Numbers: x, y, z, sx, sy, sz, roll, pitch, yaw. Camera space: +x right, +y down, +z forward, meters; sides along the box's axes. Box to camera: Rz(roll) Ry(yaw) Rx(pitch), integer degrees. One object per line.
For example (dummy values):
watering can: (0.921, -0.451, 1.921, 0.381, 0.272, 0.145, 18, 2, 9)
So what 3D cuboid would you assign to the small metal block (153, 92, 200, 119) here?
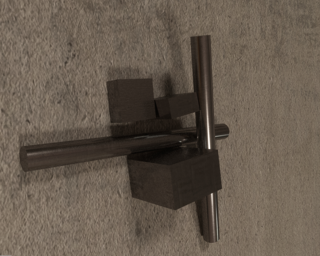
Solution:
small metal block: (0.014, -0.029, 0.403, 0.050, 0.050, 0.025, -17, 101, -39)

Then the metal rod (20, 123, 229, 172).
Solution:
metal rod: (-0.015, 0.017, 0.393, 0.302, 0.025, 0.025, -6, 94, -40)

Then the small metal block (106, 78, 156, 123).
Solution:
small metal block: (-0.034, -0.034, 0.378, 0.050, 0.025, 0.050, -9, 96, -40)

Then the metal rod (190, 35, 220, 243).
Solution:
metal rod: (0.065, 0.027, 0.430, 0.025, 0.025, 0.298, -20, 113, -38)

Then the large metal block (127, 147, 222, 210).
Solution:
large metal block: (0.018, 0.057, 0.386, 0.081, 0.080, 0.050, -12, 98, -40)
